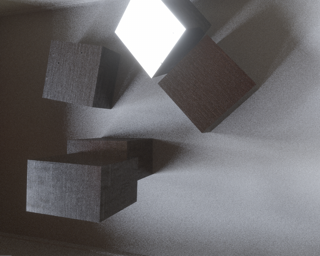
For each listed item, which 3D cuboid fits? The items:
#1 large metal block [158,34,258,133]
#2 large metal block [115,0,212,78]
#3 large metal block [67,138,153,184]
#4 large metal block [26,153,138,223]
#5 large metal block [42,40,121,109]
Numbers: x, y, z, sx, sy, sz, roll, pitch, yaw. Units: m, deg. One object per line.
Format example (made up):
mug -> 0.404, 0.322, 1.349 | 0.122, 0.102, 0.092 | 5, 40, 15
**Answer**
large metal block -> 0.059, -0.050, 0.376 | 0.080, 0.050, 0.080 | -44, 77, 14
large metal block -> 0.001, -0.121, 0.378 | 0.080, 0.050, 0.080 | 53, 135, 12
large metal block -> -0.062, 0.039, 0.402 | 0.080, 0.080, 0.050 | 0, 90, 19
large metal block -> -0.077, 0.056, 0.322 | 0.080, 0.080, 0.050 | 2, 91, 19
large metal block -> -0.109, -0.074, 0.434 | 0.080, 0.050, 0.079 | 12, 94, 19
